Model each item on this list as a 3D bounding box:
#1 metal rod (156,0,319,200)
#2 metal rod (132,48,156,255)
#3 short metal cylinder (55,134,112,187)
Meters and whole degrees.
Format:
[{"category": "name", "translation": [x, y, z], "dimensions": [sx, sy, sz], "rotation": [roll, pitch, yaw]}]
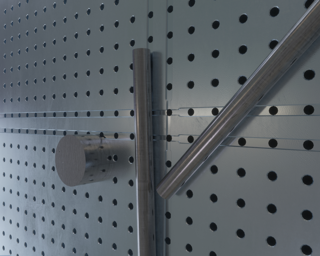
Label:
[{"category": "metal rod", "translation": [0.086, -0.023, 0.338], "dimensions": [0.025, 0.025, 0.298], "rotation": [52, 120, 27]}, {"category": "metal rod", "translation": [-0.021, 0.041, 0.427], "dimensions": [0.025, 0.025, 0.298], "rotation": [-3, 88, 40]}, {"category": "short metal cylinder", "translation": [-0.123, 0.050, 0.494], "dimensions": [0.080, 0.050, 0.079], "rotation": [0, 90, 40]}]
